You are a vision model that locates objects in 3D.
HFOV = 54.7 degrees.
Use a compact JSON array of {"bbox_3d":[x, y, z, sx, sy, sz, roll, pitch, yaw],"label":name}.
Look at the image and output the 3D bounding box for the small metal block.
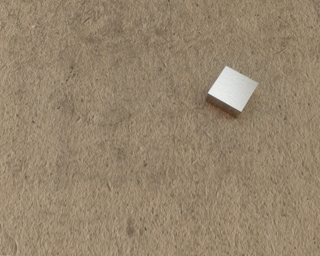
[{"bbox_3d":[0.098,-0.049,0.427,0.050,0.025,0.050,31,73,10],"label":"small metal block"}]
